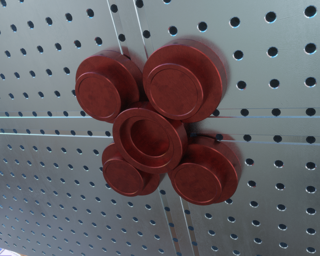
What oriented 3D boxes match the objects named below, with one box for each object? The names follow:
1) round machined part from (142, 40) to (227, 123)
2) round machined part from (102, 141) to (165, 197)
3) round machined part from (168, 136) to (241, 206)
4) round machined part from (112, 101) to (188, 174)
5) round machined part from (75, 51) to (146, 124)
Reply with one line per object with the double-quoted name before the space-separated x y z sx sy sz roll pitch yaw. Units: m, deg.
"round machined part" 0.023 -0.048 0.357 0.098 0.042 0.097 13 124 20
"round machined part" -0.046 0.064 0.462 0.098 0.042 0.097 13 124 20
"round machined part" 0.053 0.063 0.409 0.098 0.042 0.097 13 124 20
"round machined part" -0.009 0.009 0.407 0.098 0.042 0.097 13 124 20
"round machined part" -0.071 -0.047 0.406 0.098 0.042 0.097 13 124 20
